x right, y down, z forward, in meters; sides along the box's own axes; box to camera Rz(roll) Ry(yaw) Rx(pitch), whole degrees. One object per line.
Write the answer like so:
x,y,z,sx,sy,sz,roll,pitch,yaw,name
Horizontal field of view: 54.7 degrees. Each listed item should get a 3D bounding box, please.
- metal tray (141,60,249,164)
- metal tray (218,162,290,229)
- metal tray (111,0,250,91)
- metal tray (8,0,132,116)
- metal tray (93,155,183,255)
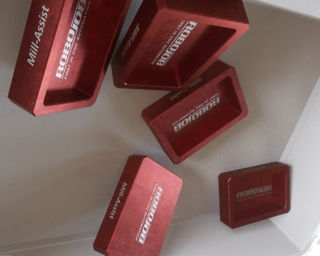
0.051,-0.020,0.420,0.130,0.030,0.090,-35,129,-5,metal tray
0.167,0.115,0.543,0.131,0.030,0.089,-8,100,-22,metal tray
0.013,-0.081,0.310,0.091,0.030,0.129,0,159,-26,metal tray
-0.077,-0.079,0.282,0.090,0.030,0.129,-23,140,-65,metal tray
-0.024,0.112,0.418,0.090,0.030,0.130,38,63,-38,metal tray
